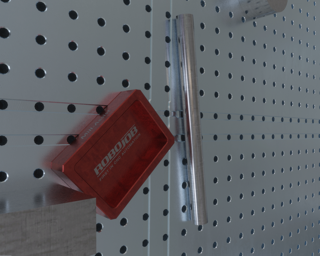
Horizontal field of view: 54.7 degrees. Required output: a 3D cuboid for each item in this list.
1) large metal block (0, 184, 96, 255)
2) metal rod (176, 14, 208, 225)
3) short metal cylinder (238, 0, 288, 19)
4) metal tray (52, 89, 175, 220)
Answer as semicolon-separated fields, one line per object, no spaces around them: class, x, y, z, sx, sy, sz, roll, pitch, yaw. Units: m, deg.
large metal block;-0.113;0.087;0.279;0.081;0.080;0.050;-1;91;-40
metal rod;0.047;-0.009;0.447;0.025;0.025;0.298;-8;95;-40
short metal cylinder;0.181;-0.237;0.544;0.081;0.050;0.080;0;90;-40
metal tray;-0.048;0.028;0.365;0.130;0.030;0.090;-51;120;-28
